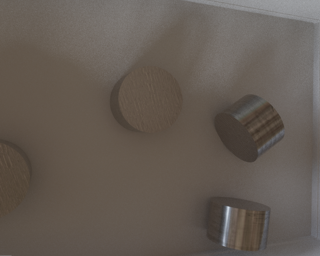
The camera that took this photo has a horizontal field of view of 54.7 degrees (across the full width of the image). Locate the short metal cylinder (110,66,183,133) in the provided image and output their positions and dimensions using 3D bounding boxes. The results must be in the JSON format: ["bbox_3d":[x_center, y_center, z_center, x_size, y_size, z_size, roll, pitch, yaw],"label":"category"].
[{"bbox_3d":[-0.018,-0.034,0.391,0.081,0.050,0.079,0,90,-21],"label":"short metal cylinder"}]

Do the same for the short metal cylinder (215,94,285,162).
[{"bbox_3d":[0.122,0.000,0.428,0.050,0.080,0.080,-34,101,-17],"label":"short metal cylinder"}]

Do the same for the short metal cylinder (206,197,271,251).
[{"bbox_3d":[0.106,0.128,0.422,0.081,0.080,0.050,8,88,-20],"label":"short metal cylinder"}]

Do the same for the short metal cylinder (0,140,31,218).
[{"bbox_3d":[-0.182,0.052,0.330,0.081,0.050,0.079,0,90,-20],"label":"short metal cylinder"}]
